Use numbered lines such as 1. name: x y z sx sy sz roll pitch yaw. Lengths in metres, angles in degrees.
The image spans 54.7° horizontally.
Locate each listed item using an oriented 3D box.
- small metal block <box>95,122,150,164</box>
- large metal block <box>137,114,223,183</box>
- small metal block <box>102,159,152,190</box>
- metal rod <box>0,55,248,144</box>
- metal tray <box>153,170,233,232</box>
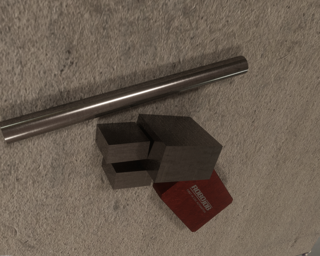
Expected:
1. small metal block: -0.047 0.016 0.377 0.050 0.050 0.025 -4 120 -27
2. large metal block: 0.018 0.024 0.398 0.081 0.080 0.050 2 117 -30
3. small metal block: -0.043 0.052 0.401 0.050 0.050 0.025 -1 119 -29
4. metal rod: -0.026 -0.040 0.369 0.302 0.025 0.025 -18 126 -18
5. metal tray: 0.057 0.106 0.503 0.090 0.030 0.130 -38 130 -3
